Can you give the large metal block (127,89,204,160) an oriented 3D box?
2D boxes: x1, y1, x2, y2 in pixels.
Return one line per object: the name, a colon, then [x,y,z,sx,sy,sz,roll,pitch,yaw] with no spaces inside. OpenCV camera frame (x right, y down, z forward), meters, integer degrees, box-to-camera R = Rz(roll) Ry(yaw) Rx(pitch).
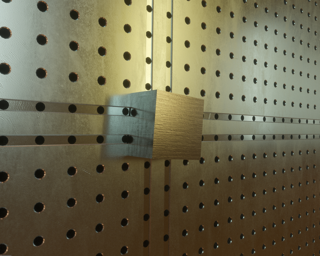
large metal block: [0.009,-0.001,0.399,0.081,0.050,0.080,7,86,-40]
